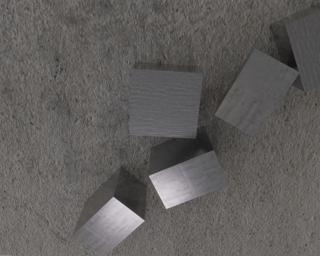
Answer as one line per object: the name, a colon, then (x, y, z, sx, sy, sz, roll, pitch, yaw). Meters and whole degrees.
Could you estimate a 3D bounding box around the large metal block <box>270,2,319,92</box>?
large metal block: (0.187, -0.099, 0.361, 0.080, 0.050, 0.080, -22, 109, 7)

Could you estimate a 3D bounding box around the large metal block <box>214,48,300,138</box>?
large metal block: (0.108, -0.044, 0.360, 0.050, 0.080, 0.080, 30, 108, 4)

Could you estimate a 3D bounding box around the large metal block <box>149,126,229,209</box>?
large metal block: (0.034, 0.047, 0.398, 0.080, 0.080, 0.050, -23, 109, 8)

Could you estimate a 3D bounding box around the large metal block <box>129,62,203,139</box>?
large metal block: (0.006, -0.035, 0.383, 0.081, 0.050, 0.079, 3, 110, -2)

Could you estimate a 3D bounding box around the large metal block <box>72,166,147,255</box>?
large metal block: (-0.065, 0.111, 0.421, 0.050, 0.080, 0.080, 42, 105, -14)
